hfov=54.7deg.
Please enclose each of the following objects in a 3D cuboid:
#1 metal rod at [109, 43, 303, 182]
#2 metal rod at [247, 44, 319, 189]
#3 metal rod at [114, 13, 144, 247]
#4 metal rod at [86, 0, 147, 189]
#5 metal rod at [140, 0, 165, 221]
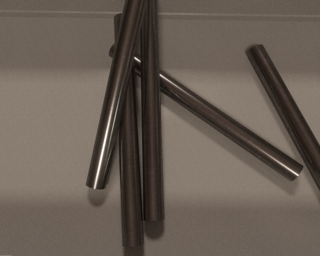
[{"bbox_3d":[0.053,-0.029,0.420,0.300,0.025,0.025,36,74,11],"label":"metal rod"},{"bbox_3d":[0.191,0.018,0.405,0.025,0.025,0.299,-19,71,-7],"label":"metal rod"},{"bbox_3d":[-0.041,-0.008,0.396,0.025,0.025,0.299,-4,76,-2],"label":"metal rod"},{"bbox_3d":[-0.046,-0.073,0.373,0.025,0.025,0.298,13,94,4],"label":"metal rod"},{"bbox_3d":[-0.012,-0.036,0.401,0.025,0.025,0.299,-2,78,-1],"label":"metal rod"}]
